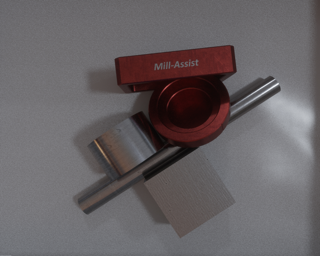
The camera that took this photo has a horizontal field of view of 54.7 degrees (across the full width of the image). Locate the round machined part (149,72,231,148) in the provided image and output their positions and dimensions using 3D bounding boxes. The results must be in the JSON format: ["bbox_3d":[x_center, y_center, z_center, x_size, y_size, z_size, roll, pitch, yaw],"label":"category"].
[{"bbox_3d":[0.039,-0.020,0.388,0.098,0.042,0.098,-6,64,13],"label":"round machined part"}]

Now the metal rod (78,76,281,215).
[{"bbox_3d":[0.026,0.022,0.410,0.301,0.025,0.025,-33,90,-1],"label":"metal rod"}]

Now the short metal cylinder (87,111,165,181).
[{"bbox_3d":[-0.041,0.022,0.382,0.080,0.080,0.050,-33,90,0],"label":"short metal cylinder"}]

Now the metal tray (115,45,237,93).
[{"bbox_3d":[0.017,-0.068,0.377,0.131,0.090,0.030,-6,90,-1],"label":"metal tray"}]

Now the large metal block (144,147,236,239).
[{"bbox_3d":[0.036,0.078,0.397,0.080,0.050,0.080,-33,90,0],"label":"large metal block"}]
